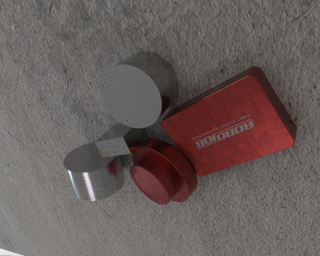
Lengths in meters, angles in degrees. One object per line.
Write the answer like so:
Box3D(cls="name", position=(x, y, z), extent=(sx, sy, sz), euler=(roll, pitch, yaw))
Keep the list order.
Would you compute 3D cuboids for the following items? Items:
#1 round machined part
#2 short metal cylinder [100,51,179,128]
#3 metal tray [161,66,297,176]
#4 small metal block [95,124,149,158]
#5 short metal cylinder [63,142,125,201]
Box3D(cls="round machined part", position=(-0.002, 0.064, 0.418), extent=(0.098, 0.042, 0.097), euler=(30, 144, 25))
Box3D(cls="short metal cylinder", position=(-0.024, -0.046, 0.375), extent=(0.080, 0.050, 0.079), euler=(13, 124, 21))
Box3D(cls="metal tray", position=(0.076, -0.002, 0.362), extent=(0.130, 0.030, 0.090), euler=(-27, 104, 37))
Box3D(cls="small metal block", position=(-0.052, 0.014, 0.427), extent=(0.050, 0.050, 0.025), euler=(-10, 113, 32))
Box3D(cls="short metal cylinder", position=(-0.096, 0.062, 0.460), extent=(0.080, 0.080, 0.050), euler=(6, 121, 25))
